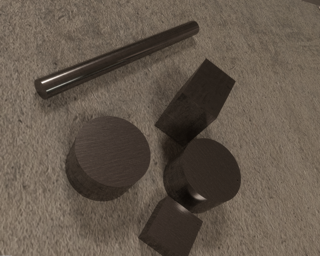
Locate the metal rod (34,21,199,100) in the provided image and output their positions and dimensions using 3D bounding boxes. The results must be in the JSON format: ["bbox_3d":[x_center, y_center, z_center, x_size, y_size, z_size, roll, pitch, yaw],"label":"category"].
[{"bbox_3d":[-0.039,-0.110,0.451,0.302,0.025,0.025,-34,81,-38],"label":"metal rod"}]

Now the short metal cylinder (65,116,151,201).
[{"bbox_3d":[-0.057,0.034,0.337,0.081,0.050,0.080,14,56,-21],"label":"short metal cylinder"}]

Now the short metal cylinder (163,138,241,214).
[{"bbox_3d":[0.051,0.059,0.381,0.081,0.050,0.080,14,56,-21],"label":"short metal cylinder"}]

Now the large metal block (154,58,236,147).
[{"bbox_3d":[0.047,-0.033,0.415,0.050,0.080,0.080,37,51,-4],"label":"large metal block"}]

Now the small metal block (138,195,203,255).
[{"bbox_3d":[0.013,0.113,0.343,0.050,0.025,0.050,38,51,-3],"label":"small metal block"}]
